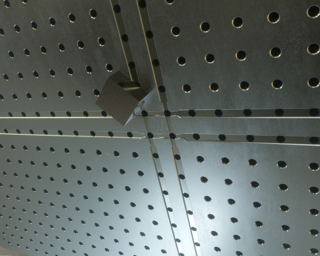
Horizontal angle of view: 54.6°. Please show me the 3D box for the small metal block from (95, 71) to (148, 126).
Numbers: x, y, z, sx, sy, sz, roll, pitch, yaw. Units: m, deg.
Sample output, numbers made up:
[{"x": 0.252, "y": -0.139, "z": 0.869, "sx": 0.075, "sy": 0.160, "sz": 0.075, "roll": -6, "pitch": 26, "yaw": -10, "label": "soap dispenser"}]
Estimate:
[{"x": -0.052, "y": -0.039, "z": 0.415, "sx": 0.050, "sy": 0.025, "sz": 0.050, "roll": 38, "pitch": 129, "yaw": 2, "label": "small metal block"}]
